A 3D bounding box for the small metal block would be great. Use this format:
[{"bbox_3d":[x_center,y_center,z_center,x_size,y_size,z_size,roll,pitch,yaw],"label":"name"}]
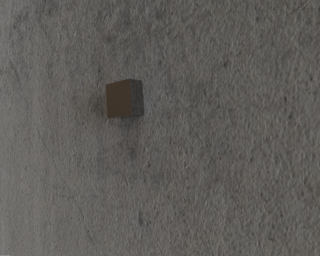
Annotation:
[{"bbox_3d":[-0.051,-0.041,0.449,0.050,0.025,0.050,-6,86,40],"label":"small metal block"}]
